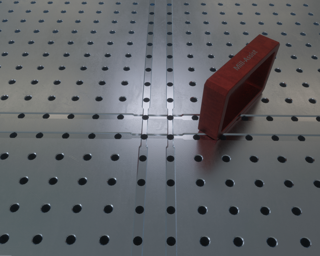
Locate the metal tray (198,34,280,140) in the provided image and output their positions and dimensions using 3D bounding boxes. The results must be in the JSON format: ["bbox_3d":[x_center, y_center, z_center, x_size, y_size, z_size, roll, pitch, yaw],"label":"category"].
[{"bbox_3d":[0.104,-0.055,0.411,0.030,0.090,0.131,34,58,25],"label":"metal tray"}]
